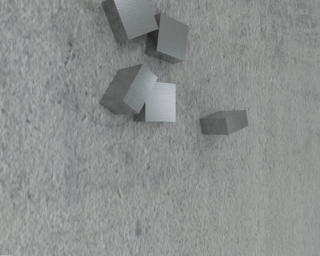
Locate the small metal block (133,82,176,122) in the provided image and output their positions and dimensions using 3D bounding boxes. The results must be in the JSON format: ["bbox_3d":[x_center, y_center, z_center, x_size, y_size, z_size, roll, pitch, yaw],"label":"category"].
[{"bbox_3d":[-0.007,-0.033,0.401,0.050,0.025,0.050,-1,91,-40],"label":"small metal block"}]

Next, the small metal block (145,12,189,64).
[{"bbox_3d":[0.009,-0.118,0.414,0.050,0.025,0.050,10,84,-40],"label":"small metal block"}]

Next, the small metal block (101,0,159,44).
[{"bbox_3d":[-0.035,-0.136,0.376,0.050,0.025,0.050,-33,111,-35],"label":"small metal block"}]

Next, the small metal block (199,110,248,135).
[{"bbox_3d":[0.098,-0.009,0.473,0.050,0.050,0.025,-21,104,-38],"label":"small metal block"}]

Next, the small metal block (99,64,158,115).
[{"bbox_3d":[-0.037,-0.044,0.359,0.025,0.050,0.050,40,66,-33],"label":"small metal block"}]
